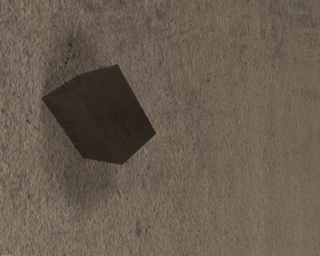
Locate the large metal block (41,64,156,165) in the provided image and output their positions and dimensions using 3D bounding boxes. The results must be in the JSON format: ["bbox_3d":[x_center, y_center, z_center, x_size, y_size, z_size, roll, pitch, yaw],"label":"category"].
[{"bbox_3d":[-0.063,-0.013,0.317,0.050,0.080,0.080,-43,116,-32],"label":"large metal block"}]
